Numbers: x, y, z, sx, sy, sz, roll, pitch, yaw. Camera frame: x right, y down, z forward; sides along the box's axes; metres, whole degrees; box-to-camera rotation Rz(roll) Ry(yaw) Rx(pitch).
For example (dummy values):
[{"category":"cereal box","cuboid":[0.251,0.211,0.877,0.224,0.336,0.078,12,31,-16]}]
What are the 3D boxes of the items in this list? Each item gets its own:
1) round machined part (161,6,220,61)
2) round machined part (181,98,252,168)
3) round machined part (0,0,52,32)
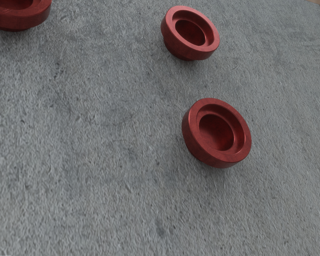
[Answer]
[{"category":"round machined part","cuboid":[0.045,-0.149,0.508,0.099,0.042,0.098,14,56,-21]},{"category":"round machined part","cuboid":[0.073,0.010,0.425,0.099,0.042,0.098,14,56,-21]},{"category":"round machined part","cuboid":[-0.190,-0.161,0.388,0.099,0.042,0.098,14,56,-21]}]
